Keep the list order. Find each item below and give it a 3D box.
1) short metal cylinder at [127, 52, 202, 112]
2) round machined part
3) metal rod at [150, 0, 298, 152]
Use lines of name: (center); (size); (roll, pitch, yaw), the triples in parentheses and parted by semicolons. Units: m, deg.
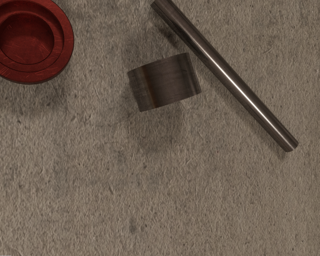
short metal cylinder: (0.006, -0.056, 0.383); (0.081, 0.080, 0.050); (-20, 97, -19)
round machined part: (-0.149, -0.097, 0.345); (0.099, 0.042, 0.097); (0, 90, -21)
metal rod: (0.101, -0.071, 0.447); (0.300, 0.025, 0.025); (43, 76, -15)
